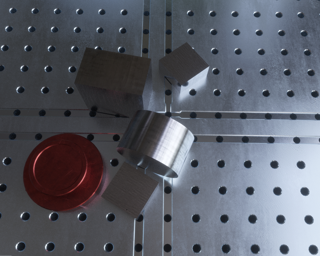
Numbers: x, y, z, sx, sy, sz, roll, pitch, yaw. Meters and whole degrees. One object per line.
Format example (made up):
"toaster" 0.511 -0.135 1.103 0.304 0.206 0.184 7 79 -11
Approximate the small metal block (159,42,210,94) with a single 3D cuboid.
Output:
"small metal block" 0.034 -0.086 0.444 0.050 0.025 0.050 -36 74 -12

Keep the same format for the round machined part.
"round machined part" -0.120 0.052 0.382 0.099 0.042 0.098 0 70 -1

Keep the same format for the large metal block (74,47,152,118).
"large metal block" -0.055 -0.054 0.402 0.080 0.080 0.050 11 71 3

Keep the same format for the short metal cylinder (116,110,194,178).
"short metal cylinder" -0.005 0.020 0.375 0.080 0.080 0.050 23 72 7

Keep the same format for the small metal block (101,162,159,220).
"small metal block" -0.036 0.078 0.383 0.050 0.025 0.050 30 72 10
